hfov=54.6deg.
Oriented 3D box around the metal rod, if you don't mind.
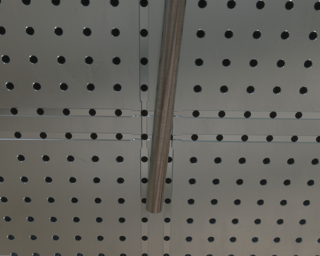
[{"bbox_3d":[0.005,-0.021,0.405,0.025,0.025,0.298,5,110,-2],"label":"metal rod"}]
